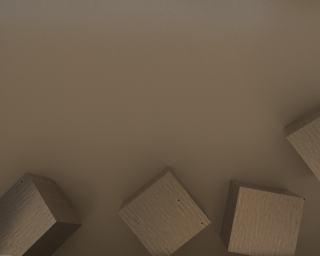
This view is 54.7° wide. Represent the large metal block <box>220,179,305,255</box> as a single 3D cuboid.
[{"bbox_3d":[0.129,0.117,0.400,0.080,0.050,0.080,11,90,0],"label":"large metal block"}]

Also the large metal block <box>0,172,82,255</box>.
[{"bbox_3d":[-0.158,0.115,0.381,0.080,0.050,0.080,-45,61,0],"label":"large metal block"}]

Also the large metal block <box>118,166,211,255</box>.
[{"bbox_3d":[0.005,0.108,0.399,0.080,0.050,0.080,-39,90,0],"label":"large metal block"}]

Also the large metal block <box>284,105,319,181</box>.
[{"bbox_3d":[0.216,0.015,0.387,0.080,0.050,0.080,-37,90,21],"label":"large metal block"}]
